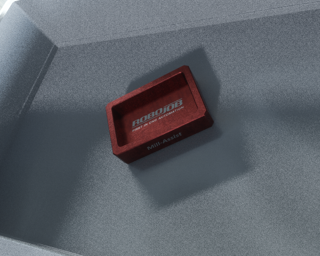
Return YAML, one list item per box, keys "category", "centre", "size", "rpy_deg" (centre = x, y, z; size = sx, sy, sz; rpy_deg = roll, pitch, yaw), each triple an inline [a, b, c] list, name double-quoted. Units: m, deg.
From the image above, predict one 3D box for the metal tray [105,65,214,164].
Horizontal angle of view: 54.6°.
- category: "metal tray"
  centre: [-0.005, -0.018, 0.413]
  size: [0.130, 0.030, 0.090]
  rpy_deg: [-25, 53, 12]
